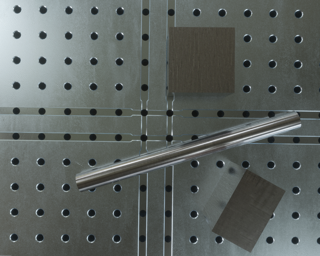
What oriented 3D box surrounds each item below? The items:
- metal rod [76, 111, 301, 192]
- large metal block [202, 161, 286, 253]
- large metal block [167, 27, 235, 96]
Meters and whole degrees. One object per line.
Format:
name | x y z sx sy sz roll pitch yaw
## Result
metal rod | 0.037 0.031 0.413 0.302 0.025 0.025 -16 90 0
large metal block | 0.099 0.093 0.387 0.050 0.080 0.080 29 90 0
large metal block | 0.051 -0.083 0.401 0.081 0.050 0.080 0 90 0
